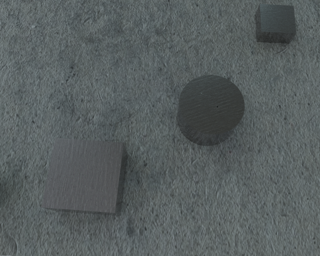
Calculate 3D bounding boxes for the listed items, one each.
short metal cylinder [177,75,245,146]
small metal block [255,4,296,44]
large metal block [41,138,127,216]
[{"bbox_3d":[0.064,-0.022,0.403,0.081,0.050,0.080,0,70,0],"label":"short metal cylinder"},{"bbox_3d":[0.173,-0.157,0.467,0.050,0.025,0.050,4,70,1],"label":"small metal block"},{"bbox_3d":[-0.086,0.060,0.372,0.080,0.050,0.080,4,70,1],"label":"large metal block"}]
